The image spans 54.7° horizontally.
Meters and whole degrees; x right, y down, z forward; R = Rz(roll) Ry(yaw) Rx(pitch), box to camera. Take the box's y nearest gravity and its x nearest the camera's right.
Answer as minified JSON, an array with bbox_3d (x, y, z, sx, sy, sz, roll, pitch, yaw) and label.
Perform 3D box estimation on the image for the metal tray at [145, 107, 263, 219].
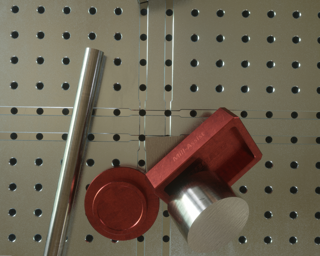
[{"bbox_3d":[0.057,0.048,0.387,0.130,0.030,0.090,-42,127,0],"label":"metal tray"}]

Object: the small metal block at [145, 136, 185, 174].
[{"bbox_3d":[0.007,0.036,0.414,0.050,0.025,0.050,-3,90,-1],"label":"small metal block"}]

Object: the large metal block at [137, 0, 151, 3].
[{"bbox_3d":[-0.001,-0.220,0.401,0.080,0.050,0.080,-15,90,-1],"label":"large metal block"}]

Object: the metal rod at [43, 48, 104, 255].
[{"bbox_3d":[-0.116,0.043,0.411,0.025,0.025,0.298,12,90,-1],"label":"metal rod"}]

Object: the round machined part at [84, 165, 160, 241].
[{"bbox_3d":[-0.050,0.099,0.404,0.099,0.042,0.097,0,90,-1],"label":"round machined part"}]

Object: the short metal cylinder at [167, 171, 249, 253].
[{"bbox_3d":[0.056,0.098,0.365,0.081,0.050,0.079,-13,122,-21],"label":"short metal cylinder"}]
